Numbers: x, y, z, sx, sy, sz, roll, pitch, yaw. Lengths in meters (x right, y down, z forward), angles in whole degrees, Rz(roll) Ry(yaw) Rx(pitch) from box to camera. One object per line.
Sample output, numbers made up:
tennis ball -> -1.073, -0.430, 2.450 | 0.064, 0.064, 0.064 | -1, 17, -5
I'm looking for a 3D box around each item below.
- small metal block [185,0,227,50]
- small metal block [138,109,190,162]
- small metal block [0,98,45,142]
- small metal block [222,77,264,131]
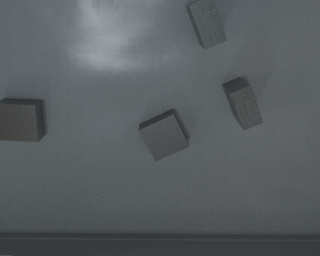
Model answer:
small metal block -> 0.052, -0.121, 0.354 | 0.025, 0.050, 0.050 | -22, 109, 8
small metal block -> 0.006, 0.010, 0.415 | 0.050, 0.025, 0.050 | -25, 108, 8
small metal block -> -0.182, -0.010, 0.406 | 0.050, 0.025, 0.050 | 2, 110, -1
small metal block -> 0.102, -0.032, 0.387 | 0.025, 0.050, 0.050 | -23, 109, 8
